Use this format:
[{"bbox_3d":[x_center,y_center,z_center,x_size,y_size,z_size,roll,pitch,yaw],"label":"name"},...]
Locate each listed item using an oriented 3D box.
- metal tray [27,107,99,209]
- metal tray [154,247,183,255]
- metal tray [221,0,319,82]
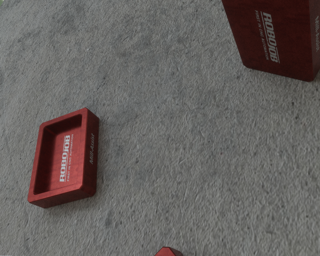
[{"bbox_3d":[-0.136,0.041,0.446,0.090,0.030,0.130,-17,55,18],"label":"metal tray"},{"bbox_3d":[-0.007,0.191,0.288,0.130,0.030,0.090,-45,51,-4],"label":"metal tray"},{"bbox_3d":[0.125,-0.109,0.337,0.090,0.130,0.030,24,75,36],"label":"metal tray"}]
